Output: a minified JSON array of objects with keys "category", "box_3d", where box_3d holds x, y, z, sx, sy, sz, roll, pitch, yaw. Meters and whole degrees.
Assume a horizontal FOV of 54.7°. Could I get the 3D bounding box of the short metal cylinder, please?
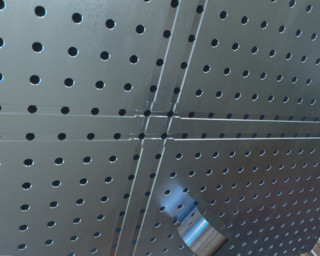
[{"category":"short metal cylinder","box_3d":[0.076,0.177,0.526,0.050,0.080,0.080,-50,129,7]}]
